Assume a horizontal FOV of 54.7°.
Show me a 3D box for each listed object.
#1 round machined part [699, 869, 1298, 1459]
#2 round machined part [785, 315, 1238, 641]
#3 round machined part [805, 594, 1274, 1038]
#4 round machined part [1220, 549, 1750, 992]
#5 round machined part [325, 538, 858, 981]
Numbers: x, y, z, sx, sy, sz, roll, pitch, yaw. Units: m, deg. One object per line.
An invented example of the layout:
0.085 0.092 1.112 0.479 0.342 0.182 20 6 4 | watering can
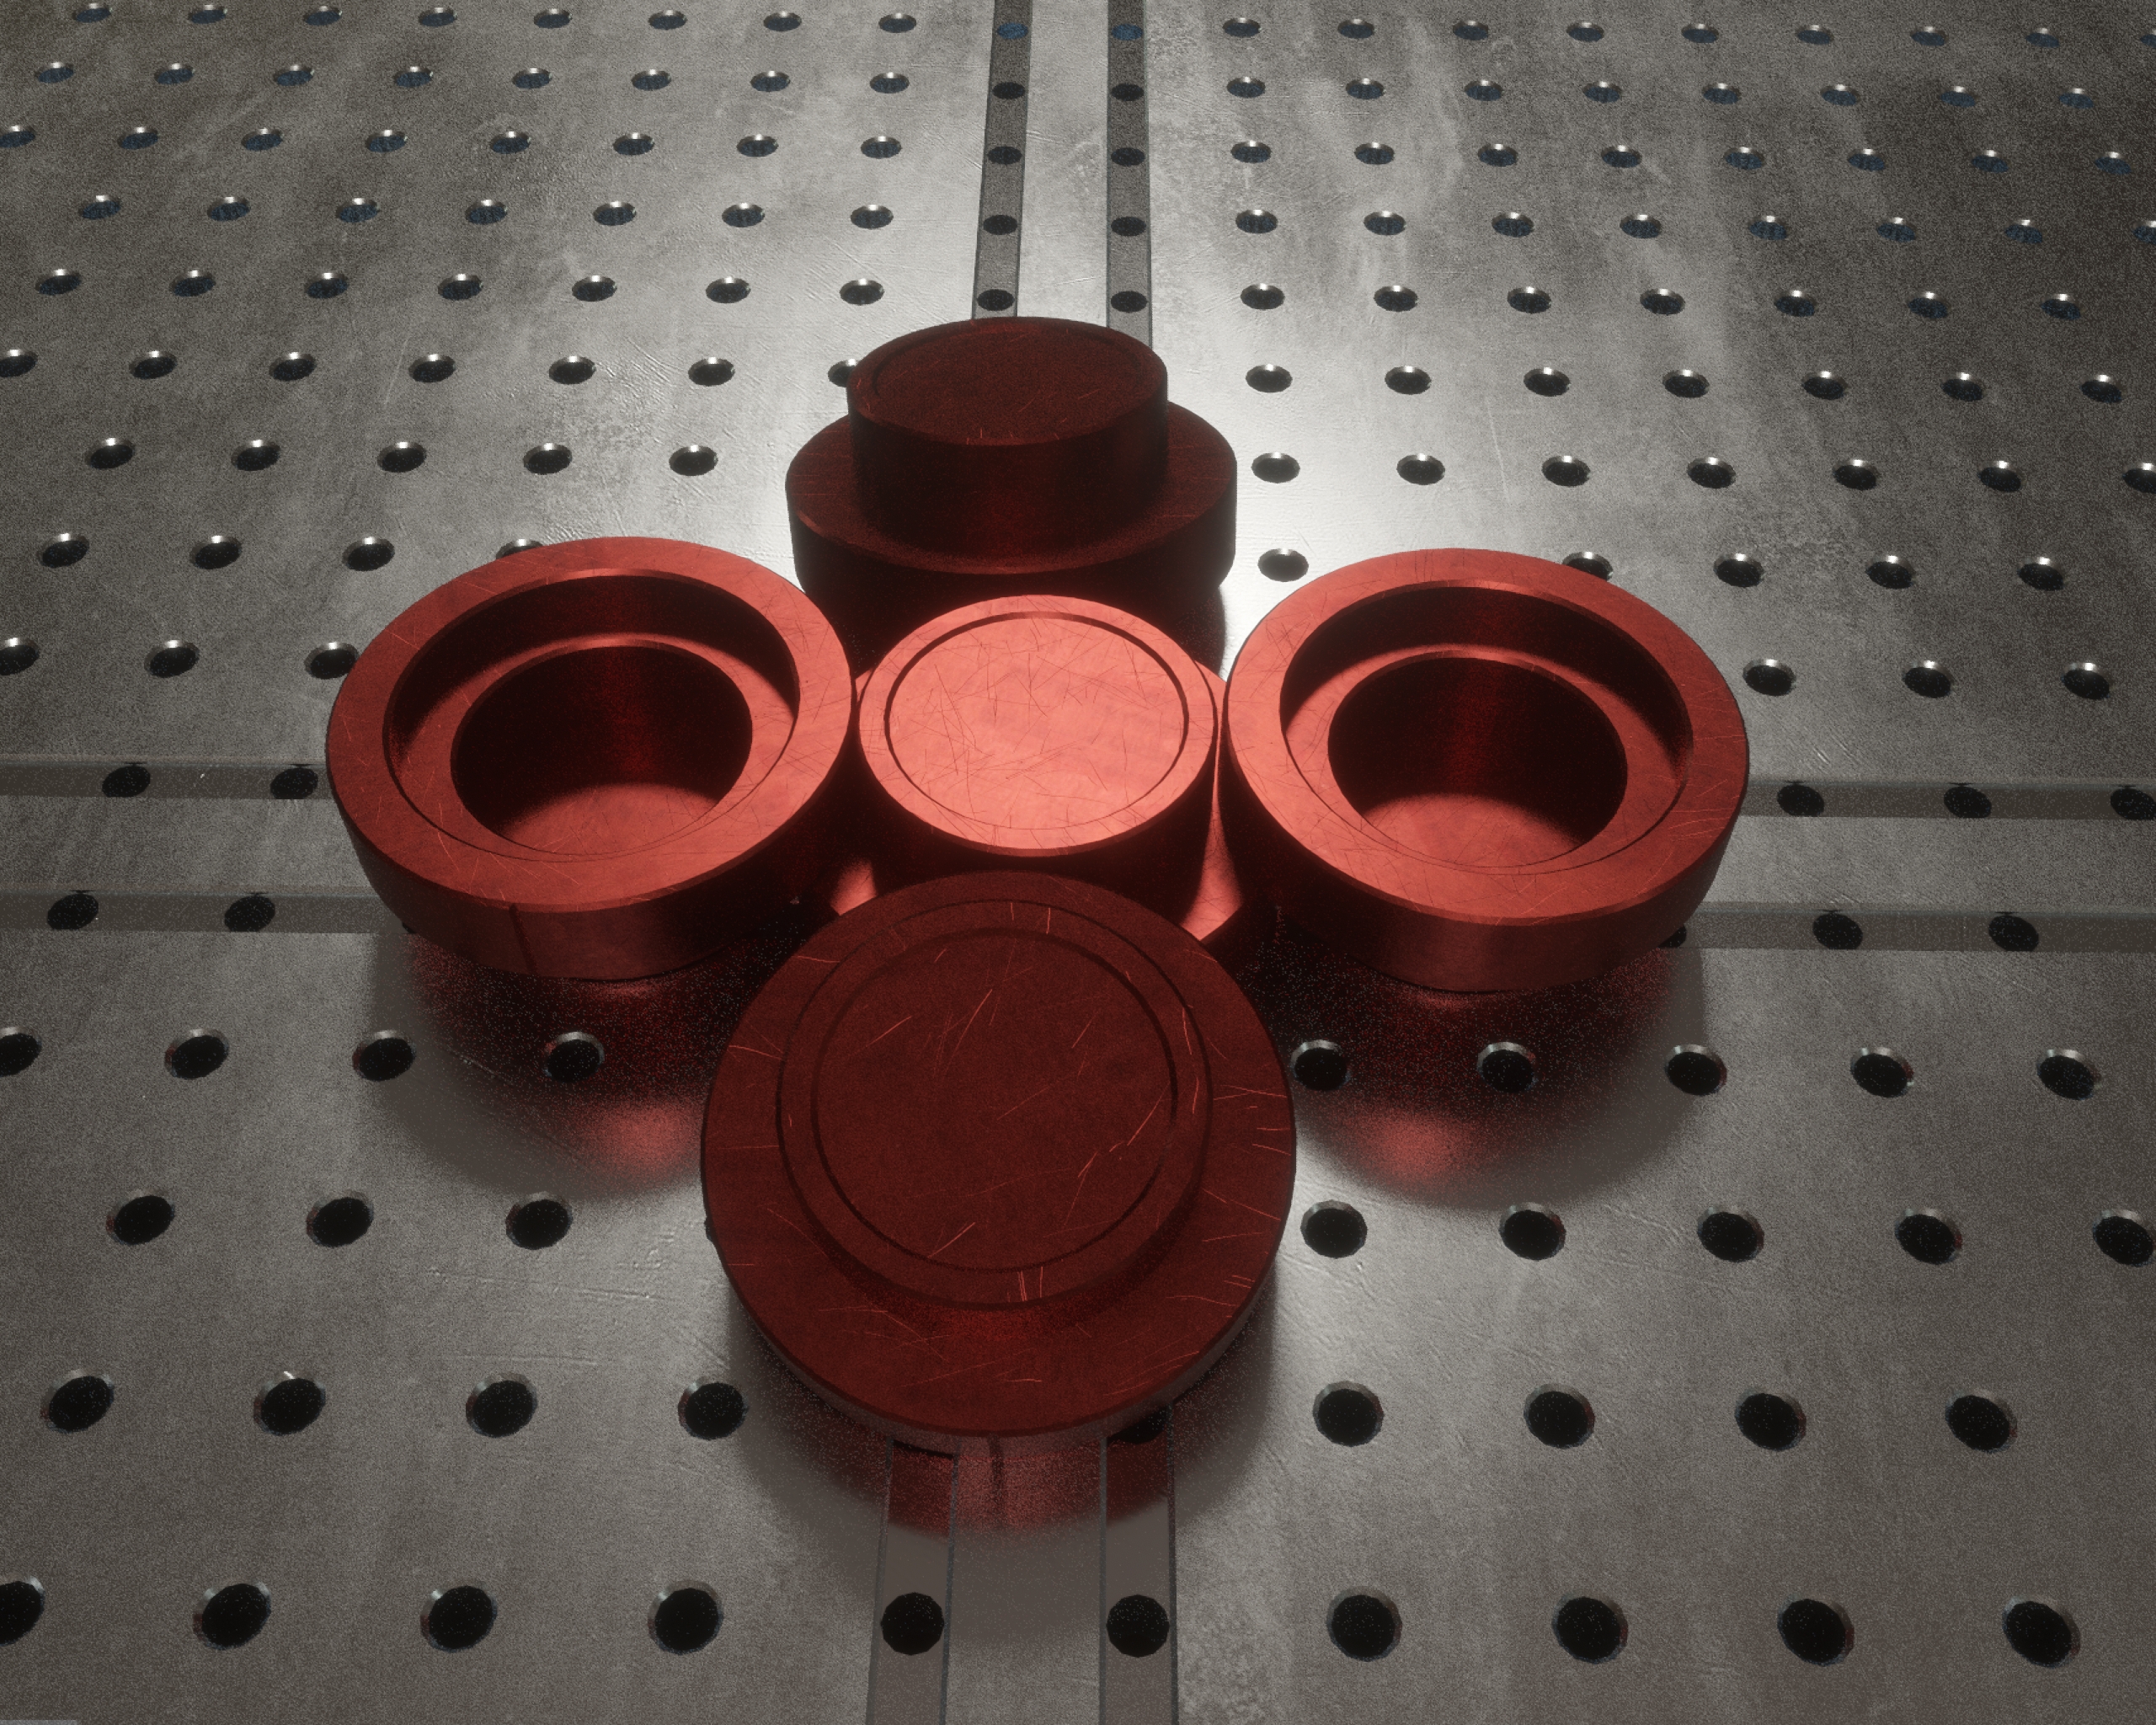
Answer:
-0.013 0.045 0.344 0.099 0.042 0.098 0 65 0 | round machined part
-0.014 -0.087 0.455 0.099 0.042 0.098 -1 36 1 | round machined part
-0.008 -0.015 0.407 0.099 0.042 0.098 0 50 0 | round machined part
0.077 -0.014 0.408 0.099 0.042 0.098 0 50 0 | round machined part
-0.091 -0.016 0.408 0.099 0.042 0.098 0 50 0 | round machined part
